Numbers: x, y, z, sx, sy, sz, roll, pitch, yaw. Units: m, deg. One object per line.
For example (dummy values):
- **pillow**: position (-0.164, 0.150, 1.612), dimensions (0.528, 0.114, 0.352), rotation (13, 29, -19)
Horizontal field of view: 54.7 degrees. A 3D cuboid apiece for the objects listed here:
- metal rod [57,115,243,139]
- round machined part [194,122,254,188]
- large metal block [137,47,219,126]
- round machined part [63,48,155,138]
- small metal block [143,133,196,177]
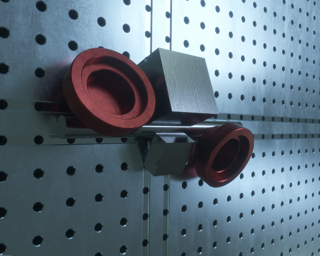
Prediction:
- **metal rod**: position (0.013, 0.000, 0.421), dimensions (0.302, 0.025, 0.025), rotation (0, 90, -40)
- **round machined part**: position (0.089, 0.036, 0.457), dimensions (0.099, 0.042, 0.097), rotation (-21, 127, -29)
- **large metal block**: position (0.021, -0.048, 0.396), dimensions (0.081, 0.050, 0.080), rotation (1, 71, -40)
- **round machined part**: position (-0.057, -0.034, 0.334), dimensions (0.099, 0.042, 0.098), rotation (21, 52, -29)
- **small metal block**: position (0.012, 0.034, 0.407), dimensions (0.050, 0.025, 0.050), rotation (1, 118, -40)
